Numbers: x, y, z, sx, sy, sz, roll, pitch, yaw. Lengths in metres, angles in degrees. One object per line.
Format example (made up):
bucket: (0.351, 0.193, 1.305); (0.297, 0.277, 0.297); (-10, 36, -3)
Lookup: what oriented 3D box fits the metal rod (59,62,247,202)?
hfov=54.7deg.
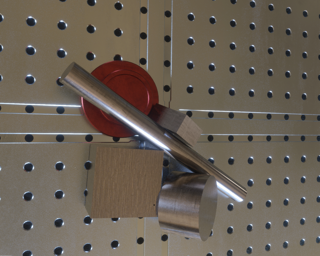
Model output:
metal rod: (0.012, 0.021, 0.384); (0.301, 0.025, 0.025); (36, 78, -30)

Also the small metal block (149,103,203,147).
small metal block: (0.019, -0.003, 0.397); (0.025, 0.050, 0.050); (-60, 142, -7)

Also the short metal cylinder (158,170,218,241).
short metal cylinder: (0.038, 0.097, 0.392); (0.080, 0.050, 0.079); (4, 90, -65)

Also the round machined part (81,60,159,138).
round machined part: (-0.047, -0.036, 0.387); (0.099, 0.042, 0.097); (0, 90, -21)

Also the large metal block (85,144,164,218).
large metal block: (-0.045, 0.064, 0.381); (0.081, 0.050, 0.080); (5, 88, -20)
